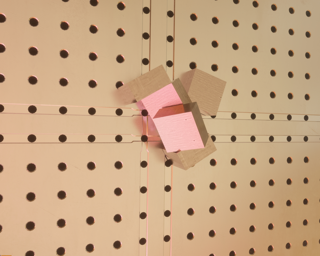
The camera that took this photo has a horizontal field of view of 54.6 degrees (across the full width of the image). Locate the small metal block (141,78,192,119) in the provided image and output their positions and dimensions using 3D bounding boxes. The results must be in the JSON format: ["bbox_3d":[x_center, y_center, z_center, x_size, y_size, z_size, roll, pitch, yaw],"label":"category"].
[{"bbox_3d":[0.011,-0.030,0.401,0.050,0.050,0.025,60,32,-10],"label":"small metal block"}]

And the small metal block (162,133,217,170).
[{"bbox_3d":[0.038,0.029,0.413,0.050,0.050,0.025,-31,103,-17],"label":"small metal block"}]

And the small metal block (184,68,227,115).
[{"bbox_3d":[0.059,-0.049,0.434,0.050,0.025,0.050,20,83,-19],"label":"small metal block"}]

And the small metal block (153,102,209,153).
[{"bbox_3d":[0.026,0.000,0.379,0.050,0.050,0.025,67,30,-24],"label":"small metal block"}]

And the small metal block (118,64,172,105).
[{"bbox_3d":[-0.021,-0.054,0.391,0.050,0.050,0.025,-31,100,-17],"label":"small metal block"}]
